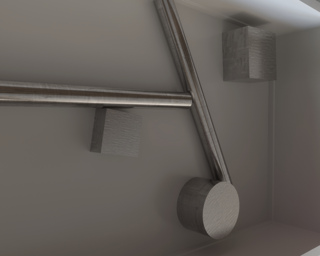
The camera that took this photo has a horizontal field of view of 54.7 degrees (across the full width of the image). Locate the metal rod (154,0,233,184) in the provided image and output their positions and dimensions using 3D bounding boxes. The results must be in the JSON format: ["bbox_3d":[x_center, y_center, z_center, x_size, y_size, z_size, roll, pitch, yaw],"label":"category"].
[{"bbox_3d":[0.054,-0.041,0.454,0.025,0.025,0.298,-33,111,-35],"label":"metal rod"}]

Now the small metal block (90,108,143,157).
[{"bbox_3d":[-0.051,0.006,0.366,0.050,0.025,0.050,11,83,-40],"label":"small metal block"}]

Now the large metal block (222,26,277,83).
[{"bbox_3d":[0.151,-0.119,0.519,0.081,0.050,0.079,-4,93,-40],"label":"large metal block"}]

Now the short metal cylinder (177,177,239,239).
[{"bbox_3d":[0.071,0.115,0.453,0.081,0.050,0.079,0,90,-40],"label":"short metal cylinder"}]

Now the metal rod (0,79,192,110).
[{"bbox_3d":[-0.079,-0.034,0.341,0.302,0.025,0.025,-2,91,-40],"label":"metal rod"}]
